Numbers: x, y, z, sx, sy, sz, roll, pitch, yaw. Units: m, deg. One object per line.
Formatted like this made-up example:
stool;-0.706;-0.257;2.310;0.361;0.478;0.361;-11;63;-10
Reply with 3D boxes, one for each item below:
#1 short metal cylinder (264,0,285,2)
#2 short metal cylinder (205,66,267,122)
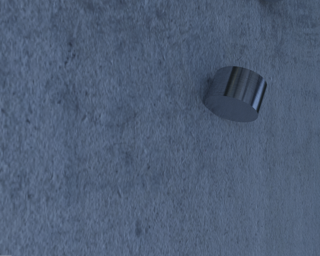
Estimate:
short metal cylinder;0.217;-0.270;0.553;0.050;0.080;0.080;-26;107;-37
short metal cylinder;0.114;-0.049;0.467;0.080;0.080;0.050;35;69;-35
